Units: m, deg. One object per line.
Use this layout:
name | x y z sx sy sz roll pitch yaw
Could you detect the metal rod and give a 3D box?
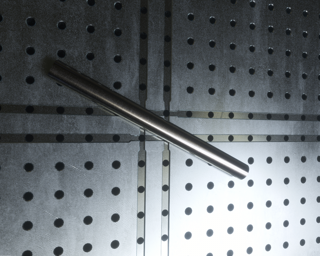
metal rod | -0.002 -0.003 0.413 0.301 0.025 0.025 28 81 -18
